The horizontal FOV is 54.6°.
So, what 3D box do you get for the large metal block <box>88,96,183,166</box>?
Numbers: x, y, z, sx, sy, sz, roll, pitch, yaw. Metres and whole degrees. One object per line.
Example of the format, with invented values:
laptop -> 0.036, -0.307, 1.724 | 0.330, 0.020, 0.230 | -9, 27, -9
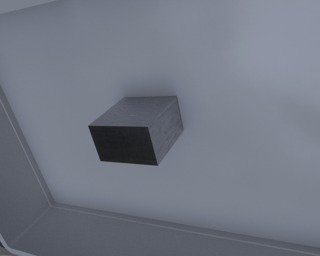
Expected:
large metal block -> -0.027, 0.001, 0.385 | 0.080, 0.080, 0.050 | 1, 119, 27
